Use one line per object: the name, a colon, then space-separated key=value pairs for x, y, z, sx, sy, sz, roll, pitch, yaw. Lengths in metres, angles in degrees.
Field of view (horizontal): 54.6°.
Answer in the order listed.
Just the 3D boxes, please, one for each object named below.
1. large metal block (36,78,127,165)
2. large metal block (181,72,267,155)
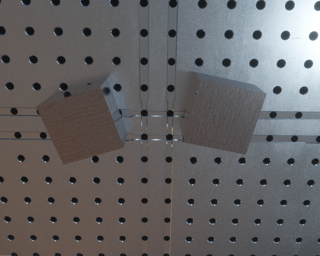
large metal block: x=-0.095 y=-0.009 z=0.396 sx=0.080 sy=0.050 sz=0.080 roll=-16 pitch=109 yaw=6
large metal block: x=0.076 y=-0.020 z=0.393 sx=0.080 sy=0.050 sz=0.079 roll=11 pitch=110 yaw=-4
